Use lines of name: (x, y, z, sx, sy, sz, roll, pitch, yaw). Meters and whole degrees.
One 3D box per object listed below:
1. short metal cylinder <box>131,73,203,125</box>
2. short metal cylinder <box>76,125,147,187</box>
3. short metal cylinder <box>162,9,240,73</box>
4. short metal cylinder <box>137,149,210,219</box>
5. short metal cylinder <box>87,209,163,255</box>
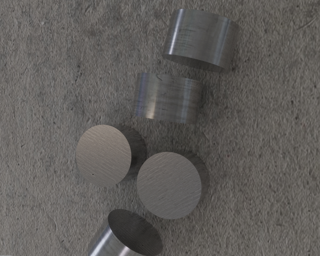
short metal cylinder: (0.009, -0.035, 0.377, 0.080, 0.080, 0.050, 10, 94, 19)
short metal cylinder: (-0.064, 0.035, 0.418, 0.080, 0.050, 0.080, 0, 90, 20)
short metal cylinder: (0.047, -0.100, 0.363, 0.080, 0.080, 0.050, 16, 96, 19)
short metal cylinder: (0.018, 0.068, 0.389, 0.080, 0.050, 0.080, 0, 90, 20)
short metal cylinder: (-0.044, 0.150, 0.395, 0.080, 0.080, 0.050, 37, 102, 16)
